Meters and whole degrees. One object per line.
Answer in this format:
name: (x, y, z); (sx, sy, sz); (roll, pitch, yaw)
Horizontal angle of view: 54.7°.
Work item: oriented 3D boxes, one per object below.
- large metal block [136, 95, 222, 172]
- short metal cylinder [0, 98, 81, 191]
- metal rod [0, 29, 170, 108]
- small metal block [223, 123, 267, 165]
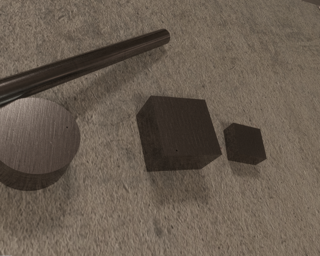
large metal block: (0.022, 0.008, 0.396); (0.081, 0.050, 0.080); (2, 61, -28)
short metal cylinder: (-0.126, 0.017, 0.309); (0.081, 0.050, 0.080); (15, 56, -23)
metal rod: (-0.078, -0.087, 0.389); (0.025, 0.025, 0.302); (48, 43, 5)
small metal block: (0.125, 0.024, 0.459); (0.050, 0.025, 0.050); (12, 57, -22)
